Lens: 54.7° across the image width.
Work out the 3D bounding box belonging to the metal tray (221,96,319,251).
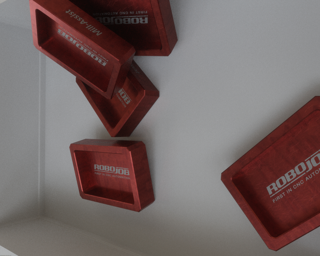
[{"bbox_3d":[0.132,0.044,0.293,0.129,0.030,0.090,-47,62,29],"label":"metal tray"}]

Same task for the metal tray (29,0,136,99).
[{"bbox_3d":[-0.101,-0.103,0.394,0.130,0.030,0.090,35,150,0],"label":"metal tray"}]

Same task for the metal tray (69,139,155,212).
[{"bbox_3d":[-0.072,0.064,0.447,0.130,0.030,0.089,0,104,39],"label":"metal tray"}]

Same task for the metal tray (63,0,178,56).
[{"bbox_3d":[-0.051,-0.135,0.385,0.130,0.090,0.030,6,50,22],"label":"metal tray"}]

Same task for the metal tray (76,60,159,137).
[{"bbox_3d":[-0.067,-0.061,0.456,0.090,0.030,0.130,-51,60,27],"label":"metal tray"}]
